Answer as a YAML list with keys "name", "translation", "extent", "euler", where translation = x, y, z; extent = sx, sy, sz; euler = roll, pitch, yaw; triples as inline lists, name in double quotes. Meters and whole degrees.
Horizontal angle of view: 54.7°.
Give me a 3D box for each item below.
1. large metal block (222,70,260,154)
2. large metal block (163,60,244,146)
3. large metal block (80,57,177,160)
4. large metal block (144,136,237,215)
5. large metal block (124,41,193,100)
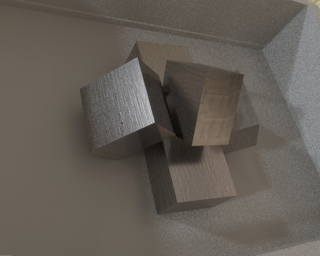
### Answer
- name: "large metal block"
  translation: [0.095, -0.018, 0.422]
  extent: [0.050, 0.080, 0.080]
  euler: [-16, 65, 7]
- name: "large metal block"
  translation: [0.043, -0.031, 0.359]
  extent: [0.050, 0.079, 0.080]
  euler: [0, 18, -30]
- name: "large metal block"
  translation: [-0.037, -0.019, 0.350]
  extent: [0.050, 0.080, 0.080]
  euler: [30, 40, -58]
- name: "large metal block"
  translation: [0.035, 0.054, 0.374]
  extent: [0.081, 0.050, 0.080]
  euler: [1, 62, -28]
- name: "large metal block"
  translation: [0.004, -0.069, 0.429]
  extent: [0.081, 0.050, 0.080]
  euler: [-2, 63, -29]
